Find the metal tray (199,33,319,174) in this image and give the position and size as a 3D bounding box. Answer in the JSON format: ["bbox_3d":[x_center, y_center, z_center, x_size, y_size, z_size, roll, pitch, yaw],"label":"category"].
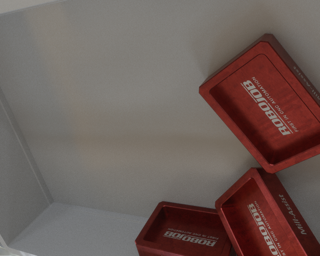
[{"bbox_3d":[0.117,-0.021,0.330,0.130,0.030,0.090,49,129,-7],"label":"metal tray"}]

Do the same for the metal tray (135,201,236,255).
[{"bbox_3d":[0.042,0.152,0.438,0.130,0.090,0.030,2,119,27],"label":"metal tray"}]

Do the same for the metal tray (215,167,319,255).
[{"bbox_3d":[0.124,0.122,0.362,0.089,0.030,0.130,-57,41,38],"label":"metal tray"}]
